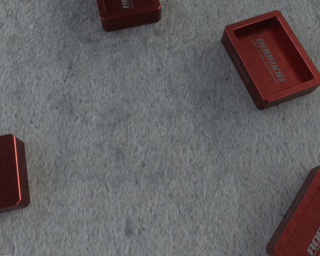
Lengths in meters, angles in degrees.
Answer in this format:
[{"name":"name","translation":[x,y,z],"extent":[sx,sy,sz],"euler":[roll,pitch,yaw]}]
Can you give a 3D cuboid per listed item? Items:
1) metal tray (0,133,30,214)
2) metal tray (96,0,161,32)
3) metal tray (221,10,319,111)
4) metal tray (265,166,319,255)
[{"name":"metal tray","translation":[-0.234,0.066,0.379],"extent":[0.131,0.030,0.090],"euler":[-13,71,-5]},{"name":"metal tray","translation":[-0.057,-0.219,0.484],"extent":[0.091,0.030,0.130],"euler":[-13,71,-5]},{"name":"metal tray","translation":[0.156,-0.099,0.443],"extent":[0.091,0.030,0.130],"euler":[-20,71,-8]},{"name":"metal tray","translation":[0.198,0.118,0.364],"extent":[0.090,0.030,0.130],"euler":[35,73,11]}]
